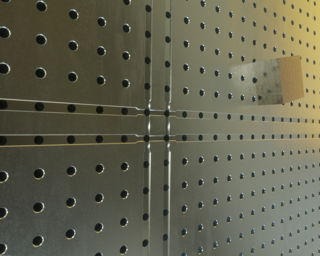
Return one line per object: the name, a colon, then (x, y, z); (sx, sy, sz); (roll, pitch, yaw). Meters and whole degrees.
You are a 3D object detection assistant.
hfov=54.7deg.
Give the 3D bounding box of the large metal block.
large metal block: (0.223, -0.089, 0.579); (0.081, 0.050, 0.079); (-16, 100, -39)
